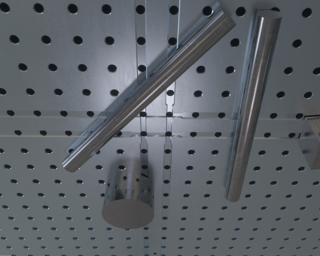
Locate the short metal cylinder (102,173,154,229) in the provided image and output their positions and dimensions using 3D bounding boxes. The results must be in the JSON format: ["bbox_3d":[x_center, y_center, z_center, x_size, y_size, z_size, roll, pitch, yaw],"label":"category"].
[{"bbox_3d":[-0.049,0.117,0.495,0.081,0.050,0.079,0,130,0],"label":"short metal cylinder"}]

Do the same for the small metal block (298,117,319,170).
[{"bbox_3d":[0.211,0.020,0.414,0.025,0.050,0.050,-4,130,3],"label":"small metal block"}]

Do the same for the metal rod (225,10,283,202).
[{"bbox_3d":[0.115,-0.002,0.410,0.025,0.025,0.298,-1,130,1],"label":"metal rod"}]

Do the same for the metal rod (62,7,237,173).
[{"bbox_3d":[-0.032,-0.030,0.386,0.025,0.025,0.299,35,122,-26],"label":"metal rod"}]
